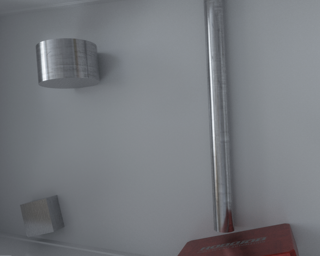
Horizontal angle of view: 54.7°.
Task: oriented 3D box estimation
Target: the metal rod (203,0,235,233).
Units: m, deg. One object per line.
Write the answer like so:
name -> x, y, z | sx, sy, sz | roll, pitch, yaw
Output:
metal rod -> 0.073, -0.024, 0.384 | 0.025, 0.025, 0.298 | -3, 89, 19

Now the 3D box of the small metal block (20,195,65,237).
small metal block -> -0.179, 0.134, 0.472 | 0.050, 0.025, 0.050 | -17, 85, 19

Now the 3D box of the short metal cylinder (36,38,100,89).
short metal cylinder -> -0.125, -0.085, 0.424 | 0.080, 0.080, 0.050 | -5, 88, 19

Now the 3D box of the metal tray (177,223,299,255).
metal tray -> 0.084, 0.146, 0.345 | 0.130, 0.090, 0.030 | -18, 84, 19
